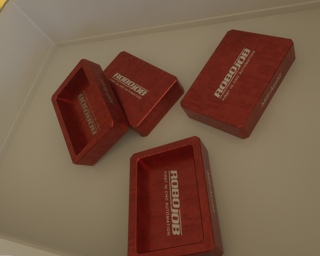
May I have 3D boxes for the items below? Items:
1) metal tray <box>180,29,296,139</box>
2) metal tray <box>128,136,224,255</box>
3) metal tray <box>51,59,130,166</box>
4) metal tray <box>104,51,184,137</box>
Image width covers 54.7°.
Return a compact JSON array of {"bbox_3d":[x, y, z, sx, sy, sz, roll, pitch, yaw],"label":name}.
[{"bbox_3d":[0.097,-0.060,0.388,0.090,0.030,0.130,25,75,36],"label":"metal tray"},{"bbox_3d":[0.012,0.079,0.339,0.090,0.030,0.130,-17,49,18],"label":"metal tray"},{"bbox_3d":[-0.104,-0.023,0.441,0.090,0.030,0.130,-43,57,23],"label":"metal tray"},{"bbox_3d":[-0.040,-0.055,0.457,0.130,0.030,0.090,34,81,38],"label":"metal tray"}]
